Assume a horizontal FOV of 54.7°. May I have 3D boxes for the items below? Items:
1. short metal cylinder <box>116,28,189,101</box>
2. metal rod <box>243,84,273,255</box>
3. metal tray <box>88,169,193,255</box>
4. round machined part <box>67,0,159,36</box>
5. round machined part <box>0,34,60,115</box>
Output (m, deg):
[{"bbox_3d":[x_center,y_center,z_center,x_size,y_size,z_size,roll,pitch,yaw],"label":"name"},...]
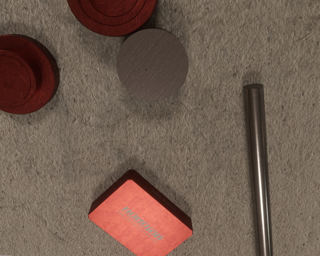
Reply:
[{"bbox_3d":[-0.008,-0.078,0.368,0.081,0.050,0.079,0,110,-1],"label":"short metal cylinder"},{"bbox_3d":[0.143,0.085,0.443,0.025,0.025,0.298,-9,110,3],"label":"metal rod"},{"bbox_3d":[-0.027,0.133,0.456,0.090,0.030,0.130,-43,105,14],"label":"metal tray"},{"bbox_3d":[-0.049,-0.150,0.340,0.099,0.042,0.097,1,103,3],"label":"round machined part"},{"bbox_3d":[-0.177,-0.062,0.375,0.099,0.042,0.097,0,110,-1],"label":"round machined part"}]
